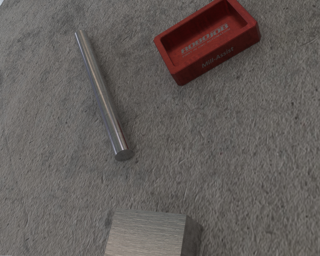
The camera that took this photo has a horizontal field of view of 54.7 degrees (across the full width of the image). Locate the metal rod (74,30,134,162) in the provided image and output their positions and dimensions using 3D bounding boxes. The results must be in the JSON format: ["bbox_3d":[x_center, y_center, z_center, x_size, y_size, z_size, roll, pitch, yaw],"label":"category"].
[{"bbox_3d":[-0.098,-0.070,0.498,0.025,0.025,0.300,-32,52,7],"label":"metal rod"}]

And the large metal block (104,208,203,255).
[{"bbox_3d":[-0.008,0.130,0.312,0.080,0.050,0.080,-2,60,27],"label":"large metal block"}]

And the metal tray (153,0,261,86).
[{"bbox_3d":[0.064,-0.128,0.445,0.130,0.030,0.090,-30,52,9],"label":"metal tray"}]
